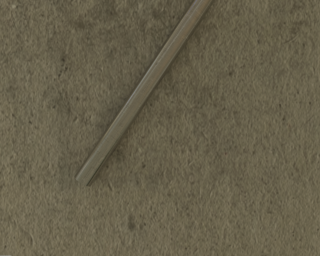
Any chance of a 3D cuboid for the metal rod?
[{"bbox_3d":[-0.019,-0.054,0.409,0.025,0.025,0.299,34,90,-1],"label":"metal rod"}]
